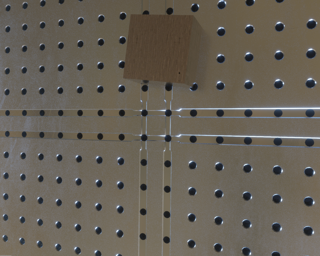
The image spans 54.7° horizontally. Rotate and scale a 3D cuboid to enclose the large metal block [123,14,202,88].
[{"bbox_3d":[0.005,-0.097,0.397,0.080,0.050,0.079,8,93,19],"label":"large metal block"}]
